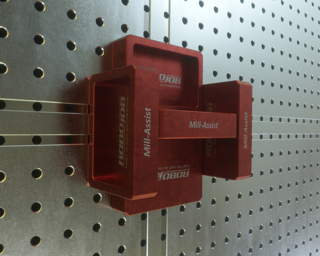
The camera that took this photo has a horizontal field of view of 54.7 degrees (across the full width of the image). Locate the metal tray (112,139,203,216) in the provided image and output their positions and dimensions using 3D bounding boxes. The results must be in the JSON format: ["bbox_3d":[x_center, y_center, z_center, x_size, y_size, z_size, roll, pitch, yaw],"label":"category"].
[{"bbox_3d":[0.001,0.057,0.407,0.131,0.030,0.089,1,90,-40],"label":"metal tray"}]

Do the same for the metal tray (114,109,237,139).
[{"bbox_3d":[0.021,-0.004,0.384,0.131,0.090,0.030,1,90,-40],"label":"metal tray"}]

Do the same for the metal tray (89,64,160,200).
[{"bbox_3d":[-0.041,0.004,0.333,0.030,0.090,0.129,1,89,-40],"label":"metal tray"}]

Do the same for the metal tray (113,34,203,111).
[{"bbox_3d":[0.002,-0.064,0.409,0.131,0.030,0.089,1,90,-40],"label":"metal tray"}]

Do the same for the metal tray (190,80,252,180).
[{"bbox_3d":[0.083,0.003,0.438,0.030,0.090,0.129,1,89,-40],"label":"metal tray"}]
